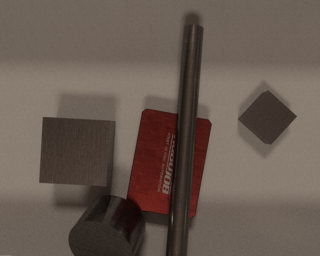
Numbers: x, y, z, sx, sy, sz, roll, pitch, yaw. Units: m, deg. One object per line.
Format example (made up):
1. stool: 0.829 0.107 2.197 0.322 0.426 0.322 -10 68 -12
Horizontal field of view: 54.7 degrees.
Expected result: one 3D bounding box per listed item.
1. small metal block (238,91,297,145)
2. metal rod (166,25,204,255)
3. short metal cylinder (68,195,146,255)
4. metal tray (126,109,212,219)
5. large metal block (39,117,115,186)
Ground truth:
1. small metal block: 0.142 -0.014 0.413 0.050 0.025 0.050 42 90 -1
2. metal rod: 0.030 0.023 0.378 0.025 0.025 0.298 5 86 -1
3. short metal cylinder: -0.064 0.131 0.383 0.080 0.050 0.079 6 114 13
4. metal tray: 0.011 0.046 0.409 0.091 0.030 0.129 10 90 -1
5. large metal block: -0.103 0.028 0.398 0.081 0.050 0.079 3 90 -1
